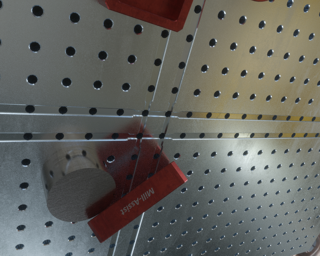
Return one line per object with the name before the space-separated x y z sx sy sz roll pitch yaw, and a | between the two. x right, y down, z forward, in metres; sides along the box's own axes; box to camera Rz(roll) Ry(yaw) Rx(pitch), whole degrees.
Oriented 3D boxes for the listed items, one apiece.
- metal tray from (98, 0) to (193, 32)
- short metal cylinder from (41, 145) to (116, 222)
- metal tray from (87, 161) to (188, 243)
metal tray | 0.001 -0.171 0.303 0.091 0.030 0.129 7 115 -32
short metal cylinder | -0.101 0.068 0.383 0.081 0.050 0.079 -14 124 -21
metal tray | -0.026 0.097 0.421 0.130 0.030 0.090 -35 172 -5
